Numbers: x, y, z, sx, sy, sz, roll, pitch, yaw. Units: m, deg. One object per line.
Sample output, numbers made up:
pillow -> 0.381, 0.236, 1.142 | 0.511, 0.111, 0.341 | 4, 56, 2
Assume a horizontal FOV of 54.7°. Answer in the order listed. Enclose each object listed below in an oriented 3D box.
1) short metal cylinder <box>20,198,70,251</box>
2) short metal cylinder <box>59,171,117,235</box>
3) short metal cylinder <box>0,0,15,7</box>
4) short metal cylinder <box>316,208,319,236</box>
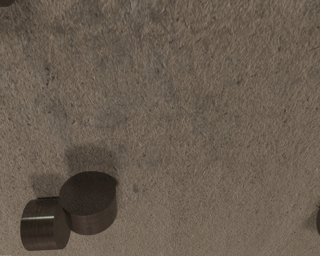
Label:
short metal cylinder -> -0.181, 0.155, 0.501 | 0.050, 0.080, 0.079 | -4, 130, 3
short metal cylinder -> -0.106, 0.112, 0.465 | 0.081, 0.080, 0.050 | 2, 130, -2
short metal cylinder -> -0.158, -0.140, 0.250 | 0.050, 0.080, 0.079 | -1, 130, 0
short metal cylinder -> 0.311, 0.160, 0.512 | 0.050, 0.080, 0.079 | 20, 127, -17
